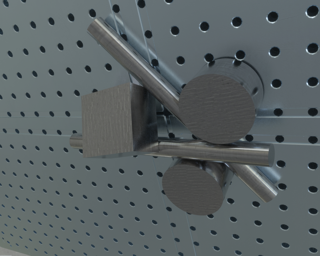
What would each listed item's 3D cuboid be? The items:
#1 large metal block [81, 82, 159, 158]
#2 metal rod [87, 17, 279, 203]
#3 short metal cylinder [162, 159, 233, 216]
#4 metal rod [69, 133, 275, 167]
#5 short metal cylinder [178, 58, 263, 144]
[{"bbox_3d":[-0.051,-0.005,0.391,0.080,0.050,0.080,-10,79,33],"label":"large metal block"},{"bbox_3d":[0.030,-0.020,0.379,0.300,0.025,0.025,44,129,-3],"label":"metal rod"},{"bbox_3d":[0.050,0.067,0.405,0.080,0.050,0.079,13,124,21],"label":"short metal cylinder"},{"bbox_3d":[-0.009,0.024,0.404,0.300,0.025,0.025,2,120,34],"label":"metal rod"},{"bbox_3d":[0.067,-0.030,0.337,0.080,0.050,0.079,13,124,21],"label":"short metal cylinder"}]
